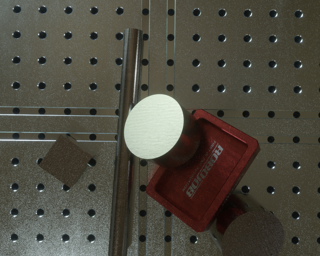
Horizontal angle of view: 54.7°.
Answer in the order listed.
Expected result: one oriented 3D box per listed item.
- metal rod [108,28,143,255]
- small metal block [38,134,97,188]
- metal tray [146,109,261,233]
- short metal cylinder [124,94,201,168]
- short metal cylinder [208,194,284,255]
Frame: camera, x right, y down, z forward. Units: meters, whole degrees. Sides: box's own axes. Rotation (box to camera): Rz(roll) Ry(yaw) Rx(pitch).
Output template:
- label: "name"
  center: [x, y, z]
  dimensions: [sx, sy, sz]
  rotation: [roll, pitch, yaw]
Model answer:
- label: "metal rod"
  center: [-0.046, 0.020, 0.412]
  dimensions: [0.025, 0.025, 0.298]
  rotation: [4, 90, 0]
- label: "small metal block"
  center: [-0.122, 0.043, 0.412]
  dimensions: [0.050, 0.025, 0.050]
  rotation: [35, 90, 0]
- label: "metal tray"
  center: [0.054, 0.052, 0.393]
  dimensions: [0.090, 0.030, 0.130]
  rotation: [33, 90, 25]
- label: "short metal cylinder"
  center: [0.003, 0.005, 0.382]
  dimensions: [0.080, 0.050, 0.080]
  rotation: [-11, 67, 27]
- label: "short metal cylinder"
  center: [0.107, 0.131, 0.393]
  dimensions: [0.081, 0.050, 0.079]
  rotation: [-2, 101, -10]
